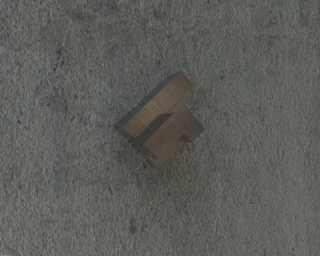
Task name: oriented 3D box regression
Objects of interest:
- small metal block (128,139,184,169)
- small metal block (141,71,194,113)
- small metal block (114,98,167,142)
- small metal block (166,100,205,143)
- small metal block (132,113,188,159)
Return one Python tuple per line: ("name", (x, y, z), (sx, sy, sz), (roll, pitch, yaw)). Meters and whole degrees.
("small metal block", (-0.006, 0.018, 0.409), (0.050, 0.025, 0.050), (-44, 104, -15))
("small metal block", (0.008, -0.044, 0.401), (0.050, 0.050, 0.025), (-45, 105, -15))
("small metal block", (-0.026, -0.010, 0.388), (0.050, 0.050, 0.025), (-45, 105, -15))
("small metal block", (0.024, -0.008, 0.407), (0.025, 0.050, 0.050), (-45, 105, -14))
("small metal block", (-0.001, 0.009, 0.371), (0.050, 0.050, 0.025), (-45, 105, -15))
